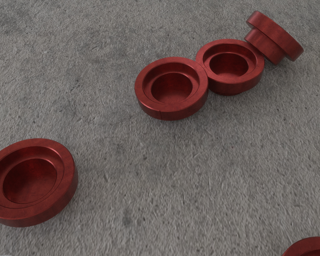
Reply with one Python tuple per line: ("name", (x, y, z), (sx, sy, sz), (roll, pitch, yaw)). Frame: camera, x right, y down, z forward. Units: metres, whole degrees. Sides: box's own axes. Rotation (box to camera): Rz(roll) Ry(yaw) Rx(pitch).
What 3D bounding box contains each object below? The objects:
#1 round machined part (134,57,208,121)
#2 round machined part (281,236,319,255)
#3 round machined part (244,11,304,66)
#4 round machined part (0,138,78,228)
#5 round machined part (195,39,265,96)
("round machined part", (0.017, -0.049, 0.427), (0.098, 0.042, 0.098), (-4, 55, 6))
("round machined part", (0.145, 0.149, 0.267), (0.099, 0.042, 0.098), (0, 50, 0))
("round machined part", (0.171, -0.135, 0.484), (0.098, 0.042, 0.098), (35, 20, -15))
("round machined part", (-0.139, 0.062, 0.339), (0.099, 0.042, 0.098), (0, 50, 0))
("round machined part", (0.102, -0.086, 0.462), (0.099, 0.042, 0.098), (-2, 52, 3))
